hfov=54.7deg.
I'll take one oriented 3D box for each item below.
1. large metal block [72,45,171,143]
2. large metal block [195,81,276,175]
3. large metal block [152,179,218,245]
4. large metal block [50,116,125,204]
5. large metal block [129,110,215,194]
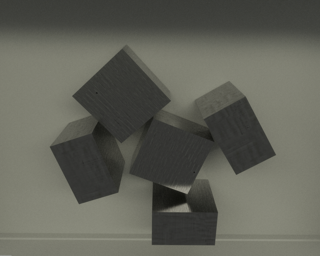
[{"bbox_3d":[-0.044,-0.043,0.380,0.080,0.050,0.080,-40,106,13],"label":"large metal block"},{"bbox_3d":[0.089,-0.003,0.380,0.050,0.080,0.080,-29,108,10],"label":"large metal block"},{"bbox_3d":[0.030,0.112,0.423,0.081,0.080,0.050,1,110,-1],"label":"large metal block"},{"bbox_3d":[-0.086,0.035,0.392,0.050,0.080,0.080,-18,109,6],"label":"large metal block"},{"bbox_3d":[0.014,0.029,0.407,0.080,0.050,0.079,21,109,-8],"label":"large metal block"}]
